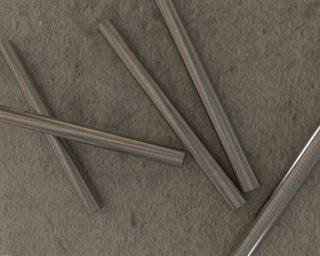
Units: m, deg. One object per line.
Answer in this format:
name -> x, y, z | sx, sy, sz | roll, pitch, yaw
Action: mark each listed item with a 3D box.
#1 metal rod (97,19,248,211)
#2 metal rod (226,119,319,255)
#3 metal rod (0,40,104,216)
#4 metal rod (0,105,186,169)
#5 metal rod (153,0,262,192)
metal rod -> 0.010, -0.025, 0.404 | 0.025, 0.025, 0.299 | -39, 78, 15
metal rod -> 0.160, 0.046, 0.352 | 0.025, 0.025, 0.299 | 33, 100, 16
metal rod -> -0.168, -0.007, 0.466 | 0.025, 0.025, 0.299 | -35, 79, 16
metal rod -> -0.112, 0.007, 0.428 | 0.301, 0.025, 0.025 | 13, 95, 12
metal rod -> 0.050, -0.064, 0.390 | 0.025, 0.025, 0.299 | -26, 82, 18
